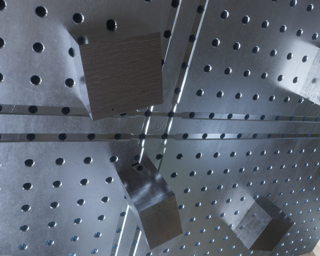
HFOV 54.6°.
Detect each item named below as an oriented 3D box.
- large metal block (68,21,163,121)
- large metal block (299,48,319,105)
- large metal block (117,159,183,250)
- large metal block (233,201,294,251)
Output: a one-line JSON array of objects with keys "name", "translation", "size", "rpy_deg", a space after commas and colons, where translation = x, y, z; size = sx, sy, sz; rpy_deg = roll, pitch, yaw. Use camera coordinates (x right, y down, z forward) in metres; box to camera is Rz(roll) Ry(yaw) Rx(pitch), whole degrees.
[{"name": "large metal block", "translation": [-0.045, -0.063, 0.331], "size": [0.081, 0.050, 0.080], "rpy_deg": [-16, 125, -20]}, {"name": "large metal block", "translation": [0.287, -0.080, 0.501], "size": [0.081, 0.050, 0.079], "rpy_deg": [-3, 120, -27]}, {"name": "large metal block", "translation": [-0.014, 0.105, 0.432], "size": [0.050, 0.080, 0.080], "rpy_deg": [-23, 127, -15]}, {"name": "large metal block", "translation": [0.212, 0.202, 0.635], "size": [0.080, 0.050, 0.080], "rpy_deg": [20, 108, -36]}]
